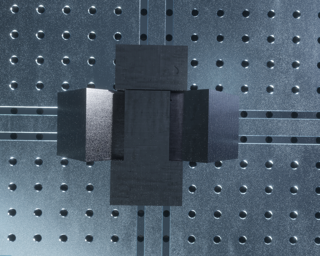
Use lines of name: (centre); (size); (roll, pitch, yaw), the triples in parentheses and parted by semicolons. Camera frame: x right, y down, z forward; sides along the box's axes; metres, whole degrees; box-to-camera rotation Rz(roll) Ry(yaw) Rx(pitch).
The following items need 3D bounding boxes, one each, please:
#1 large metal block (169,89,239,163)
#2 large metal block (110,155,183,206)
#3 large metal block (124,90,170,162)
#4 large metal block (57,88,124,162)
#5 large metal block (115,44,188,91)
large metal block: (0.056, -0.002, 0.378); (0.050, 0.081, 0.079); (1, 89, 37)
large metal block: (-0.015, 0.061, 0.385); (0.081, 0.080, 0.050); (1, 90, -1)
large metal block: (-0.015, -0.002, 0.385); (0.050, 0.080, 0.079); (1, 90, 0)
large metal block: (-0.086, -0.004, 0.378); (0.050, 0.080, 0.079); (0, 91, -40)
large metal block: (-0.010, -0.068, 0.385); (0.081, 0.080, 0.050); (1, 90, -1)
